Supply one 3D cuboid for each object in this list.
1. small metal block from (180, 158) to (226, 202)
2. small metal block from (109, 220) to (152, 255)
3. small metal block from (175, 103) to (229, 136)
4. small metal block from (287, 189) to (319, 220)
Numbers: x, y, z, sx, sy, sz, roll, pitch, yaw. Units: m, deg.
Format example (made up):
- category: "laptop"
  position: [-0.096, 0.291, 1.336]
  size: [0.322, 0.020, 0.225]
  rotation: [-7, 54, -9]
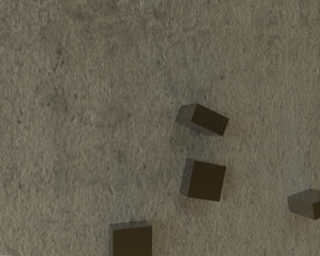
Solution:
- category: "small metal block"
  position: [0.060, 0.072, 0.433]
  size: [0.050, 0.025, 0.050]
  rotation: [13, 86, -20]
- category: "small metal block"
  position: [-0.038, 0.149, 0.396]
  size: [0.050, 0.025, 0.050]
  rotation: [0, 90, -21]
- category: "small metal block"
  position: [0.055, -0.010, 0.418]
  size: [0.050, 0.050, 0.025]
  rotation: [24, 82, -19]
- category: "small metal block"
  position: [0.240, 0.119, 0.487]
  size: [0.050, 0.050, 0.025]
  rotation: [-12, 95, -20]
